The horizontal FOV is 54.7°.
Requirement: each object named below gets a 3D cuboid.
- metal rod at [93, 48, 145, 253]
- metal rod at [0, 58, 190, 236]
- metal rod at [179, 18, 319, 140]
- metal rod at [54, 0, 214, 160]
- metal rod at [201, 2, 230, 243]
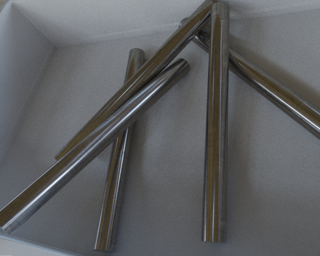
[{"bbox_3d":[-0.050,0.010,0.425,0.025,0.025,0.299,-8,58,24],"label":"metal rod"},{"bbox_3d":[-0.058,0.001,0.367,0.025,0.025,0.301,19,50,35],"label":"metal rod"},{"bbox_3d":[0.113,-0.069,0.388,0.025,0.025,0.300,-40,51,1],"label":"metal rod"},{"bbox_3d":[-0.029,-0.063,0.426,0.300,0.025,0.025,-47,51,-5],"label":"metal rod"},{"bbox_3d":[0.067,-0.024,0.364,0.025,0.025,0.299,-5,65,25],"label":"metal rod"}]
